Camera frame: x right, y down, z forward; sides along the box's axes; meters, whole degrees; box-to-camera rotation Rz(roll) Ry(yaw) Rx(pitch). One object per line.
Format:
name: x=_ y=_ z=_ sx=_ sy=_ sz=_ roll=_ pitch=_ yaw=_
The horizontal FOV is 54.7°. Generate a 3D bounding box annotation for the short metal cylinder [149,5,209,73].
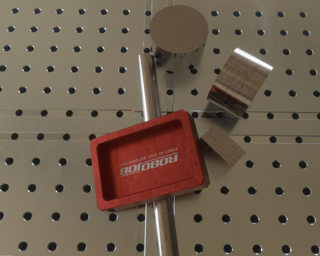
short metal cylinder: x=0.026 y=-0.127 z=0.445 sx=0.081 sy=0.050 sz=0.080 roll=0 pitch=70 yaw=0

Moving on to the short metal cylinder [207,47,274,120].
short metal cylinder: x=0.104 y=-0.058 z=0.404 sx=0.050 sy=0.080 sz=0.080 roll=32 pitch=73 yaw=11

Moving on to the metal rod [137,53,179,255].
metal rod: x=-0.004 y=0.038 z=0.397 sx=0.025 sy=0.025 sz=0.299 roll=-6 pitch=70 yaw=-2

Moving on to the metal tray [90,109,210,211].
metal tray: x=-0.016 y=0.041 z=0.369 sx=0.130 sy=0.030 sz=0.090 roll=-18 pitch=68 yaw=15

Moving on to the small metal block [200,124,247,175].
small metal block: x=0.075 y=0.028 z=0.389 sx=0.025 sy=0.050 sz=0.050 roll=-42 pitch=75 yaw=-13
